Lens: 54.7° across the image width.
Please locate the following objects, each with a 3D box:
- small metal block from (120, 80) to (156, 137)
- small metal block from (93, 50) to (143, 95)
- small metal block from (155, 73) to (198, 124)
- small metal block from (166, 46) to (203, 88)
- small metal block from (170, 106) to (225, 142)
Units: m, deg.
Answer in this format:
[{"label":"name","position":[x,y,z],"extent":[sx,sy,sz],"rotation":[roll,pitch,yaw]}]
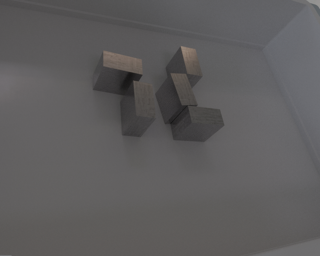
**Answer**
[{"label":"small metal block","position":[-0.029,-0.023,0.388],"extent":[0.025,0.050,0.050],"rotation":[7,59,-25]},{"label":"small metal block","position":[-0.056,-0.069,0.401],"extent":[0.050,0.050,0.025],"rotation":[8,58,-24]},{"label":"small metal block","position":[0.021,-0.040,0.425],"extent":[0.025,0.050,0.050],"rotation":[-3,64,-30]},{"label":"small metal block","position":[0.034,-0.084,0.459],"extent":[0.025,0.050,0.050],"rotation":[4,60,-26]},{"label":"small metal block","position":[0.050,-0.004,0.419],"extent":[0.050,0.050,0.025],"rotation":[4,60,-26]}]
